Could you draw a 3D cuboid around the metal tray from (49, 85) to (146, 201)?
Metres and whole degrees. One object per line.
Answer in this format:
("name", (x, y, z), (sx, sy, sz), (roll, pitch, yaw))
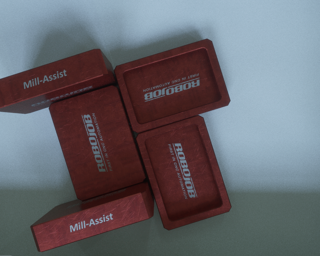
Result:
("metal tray", (-0.079, 0.019, 0.405), (0.090, 0.030, 0.129), (-17, 90, -1))

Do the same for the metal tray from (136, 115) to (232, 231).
("metal tray", (0.030, 0.057, 0.408), (0.090, 0.030, 0.129), (-17, 90, -1))

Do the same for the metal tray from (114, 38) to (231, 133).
("metal tray", (0.016, -0.054, 0.407), (0.131, 0.030, 0.090), (-17, 90, -1))

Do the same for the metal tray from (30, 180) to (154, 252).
("metal tray", (-0.074, 0.101, 0.375), (0.131, 0.090, 0.030), (-17, 90, -1))

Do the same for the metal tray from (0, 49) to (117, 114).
("metal tray", (-0.123, -0.052, 0.374), (0.131, 0.090, 0.030), (-18, 90, -1))
